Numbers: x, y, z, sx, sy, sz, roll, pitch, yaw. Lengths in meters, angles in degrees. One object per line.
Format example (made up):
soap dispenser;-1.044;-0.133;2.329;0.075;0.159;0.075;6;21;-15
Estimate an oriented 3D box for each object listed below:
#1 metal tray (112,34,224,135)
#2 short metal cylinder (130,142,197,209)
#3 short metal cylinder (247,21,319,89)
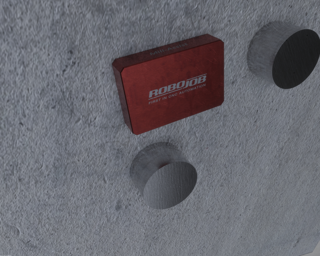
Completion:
metal tray;0.015;-0.054;0.379;0.131;0.030;0.089;-20;126;-17
short metal cylinder;0.005;0.066;0.434;0.081;0.050;0.079;-14;124;-21
short metal cylinder;0.167;-0.099;0.420;0.081;0.050;0.079;-14;124;-21
